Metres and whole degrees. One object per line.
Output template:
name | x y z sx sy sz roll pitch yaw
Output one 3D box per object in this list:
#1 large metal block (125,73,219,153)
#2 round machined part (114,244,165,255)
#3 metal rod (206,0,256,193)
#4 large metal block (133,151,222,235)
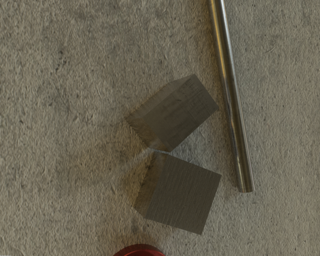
large metal block | 0.012 -0.018 0.384 0.080 0.080 0.050 -41 103 -15
round machined part | -0.024 0.203 0.391 0.099 0.042 0.097 0 90 -20
metal rod | 0.101 -0.055 0.446 0.025 0.025 0.298 -12 94 -20
large metal block | 0.022 0.083 0.404 0.080 0.050 0.080 23 82 -19
